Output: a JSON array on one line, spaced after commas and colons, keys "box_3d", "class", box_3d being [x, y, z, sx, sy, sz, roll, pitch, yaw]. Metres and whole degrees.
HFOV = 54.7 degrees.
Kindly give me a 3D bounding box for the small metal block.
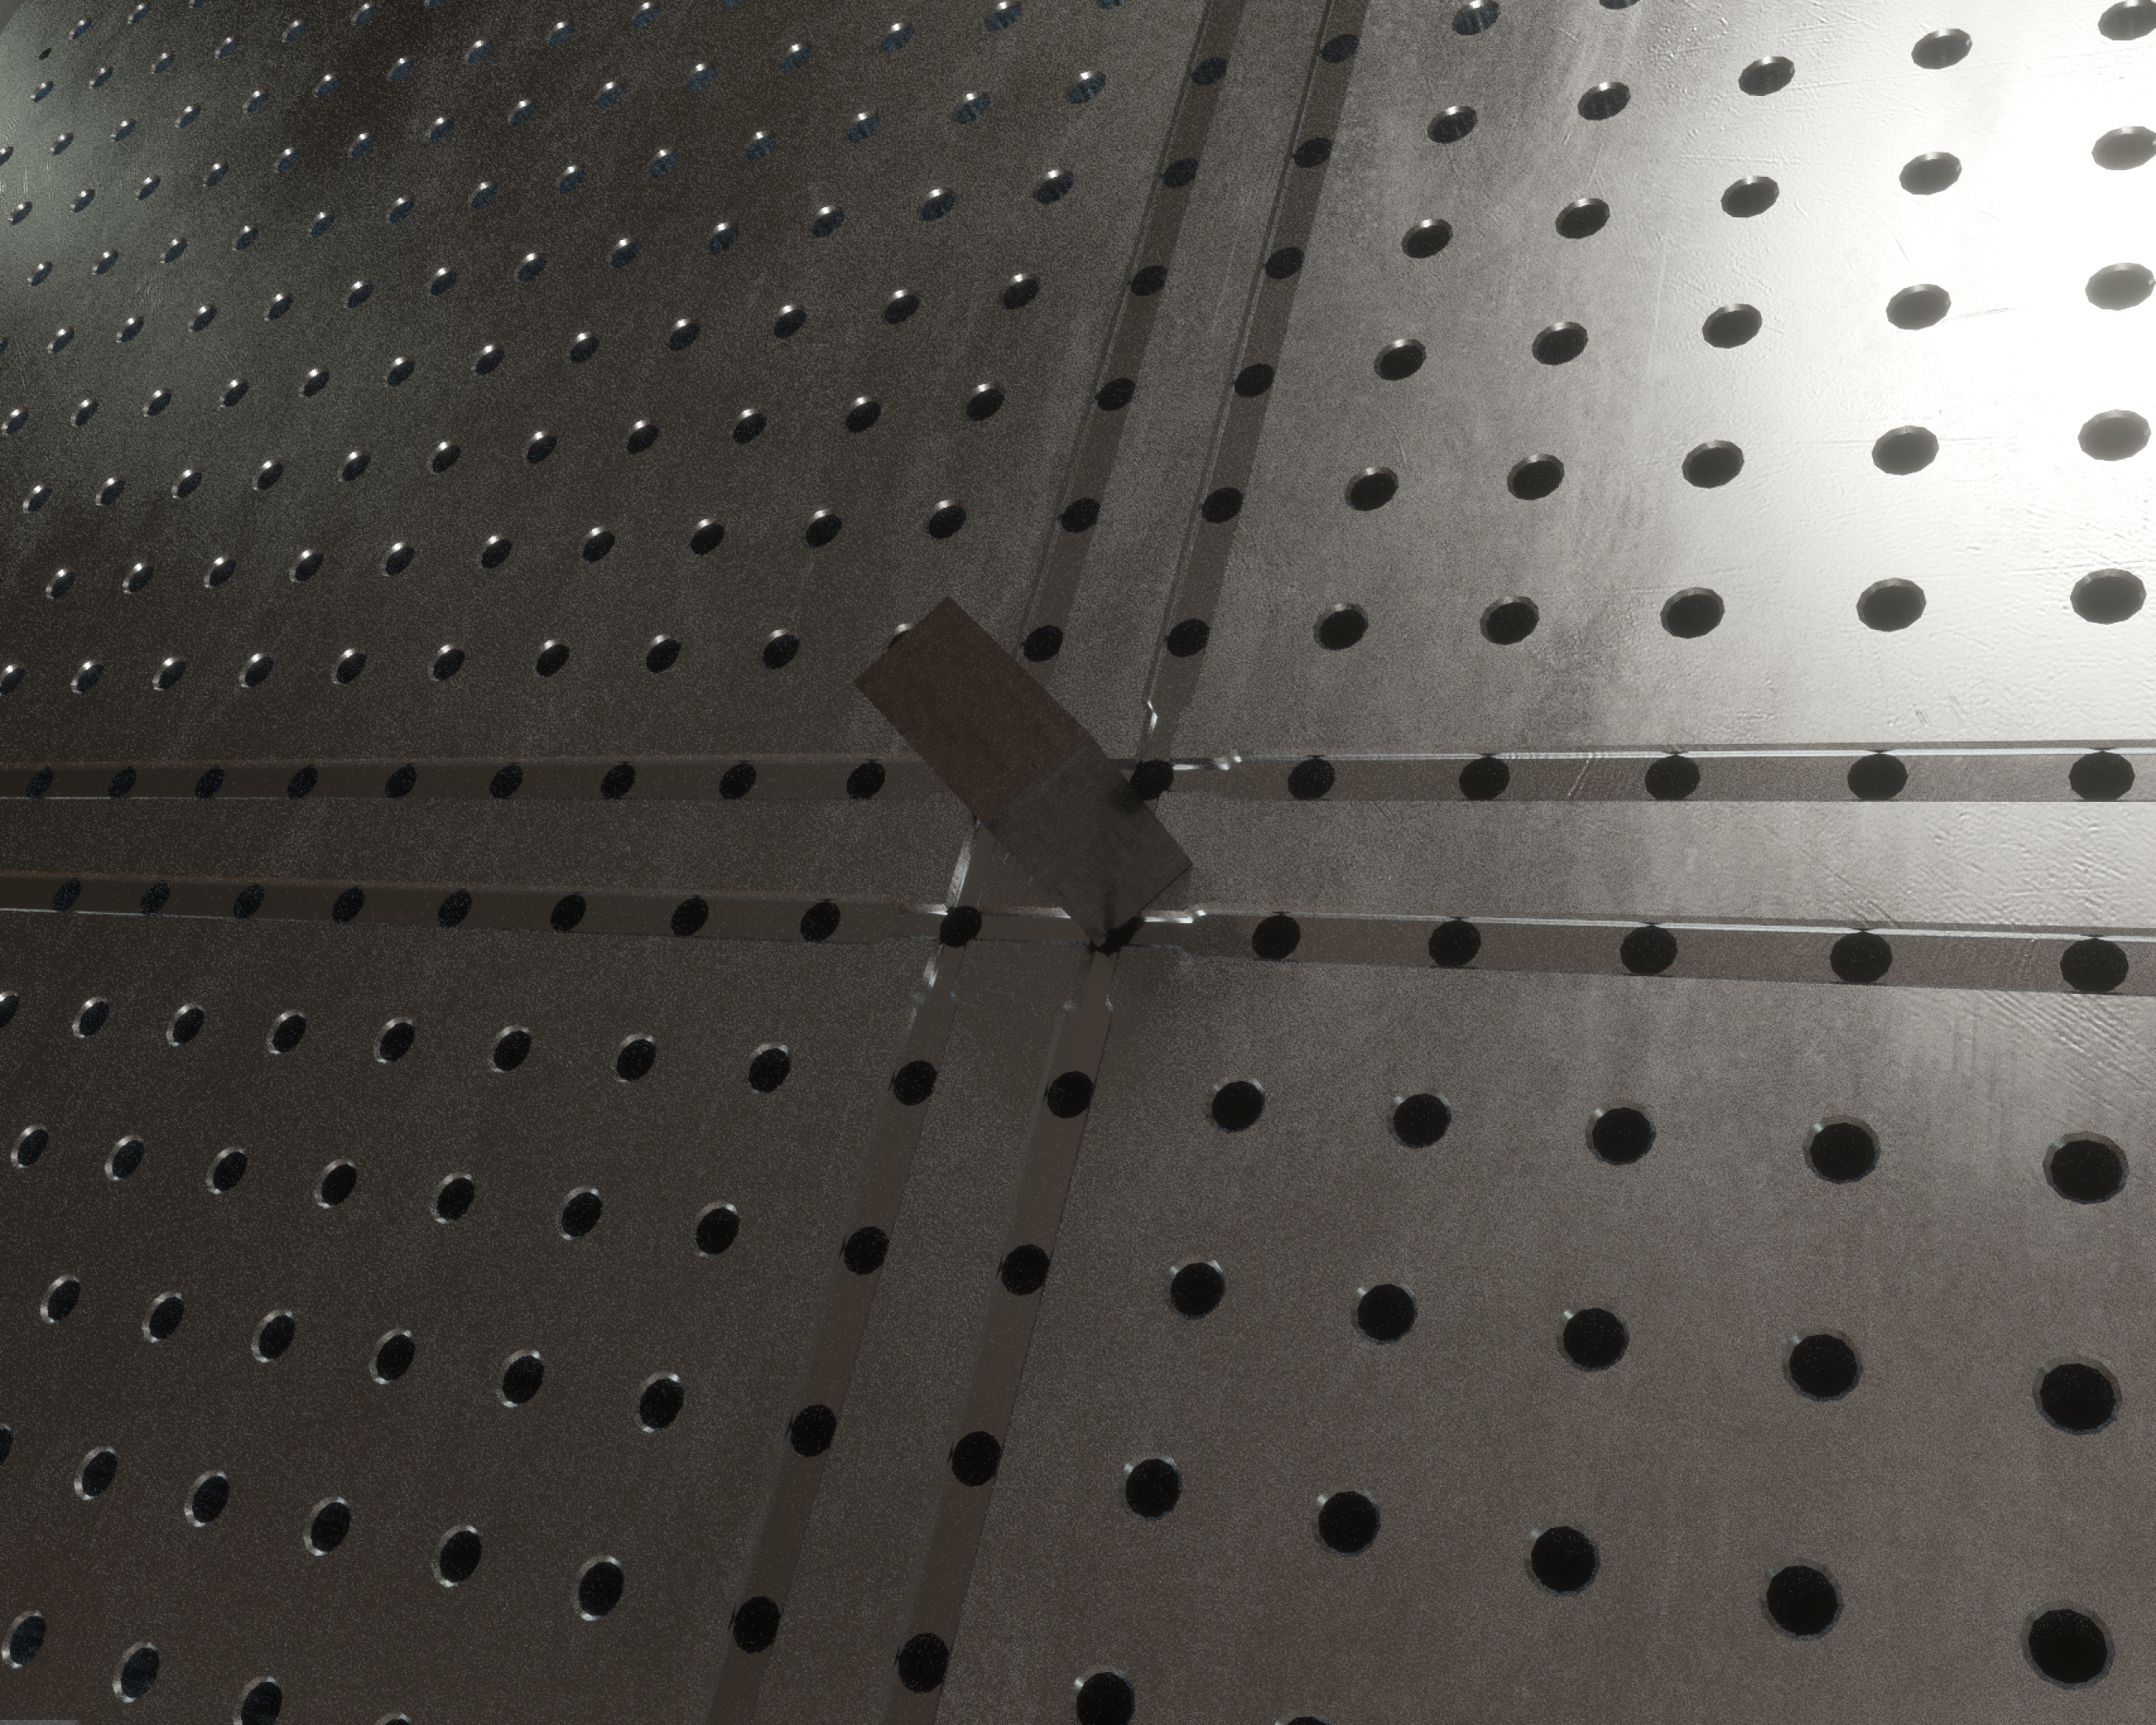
[{"box_3d": [-0.010, -0.017, 0.407, 0.025, 0.050, 0.050, -43, 51, -1], "class": "small metal block"}]
